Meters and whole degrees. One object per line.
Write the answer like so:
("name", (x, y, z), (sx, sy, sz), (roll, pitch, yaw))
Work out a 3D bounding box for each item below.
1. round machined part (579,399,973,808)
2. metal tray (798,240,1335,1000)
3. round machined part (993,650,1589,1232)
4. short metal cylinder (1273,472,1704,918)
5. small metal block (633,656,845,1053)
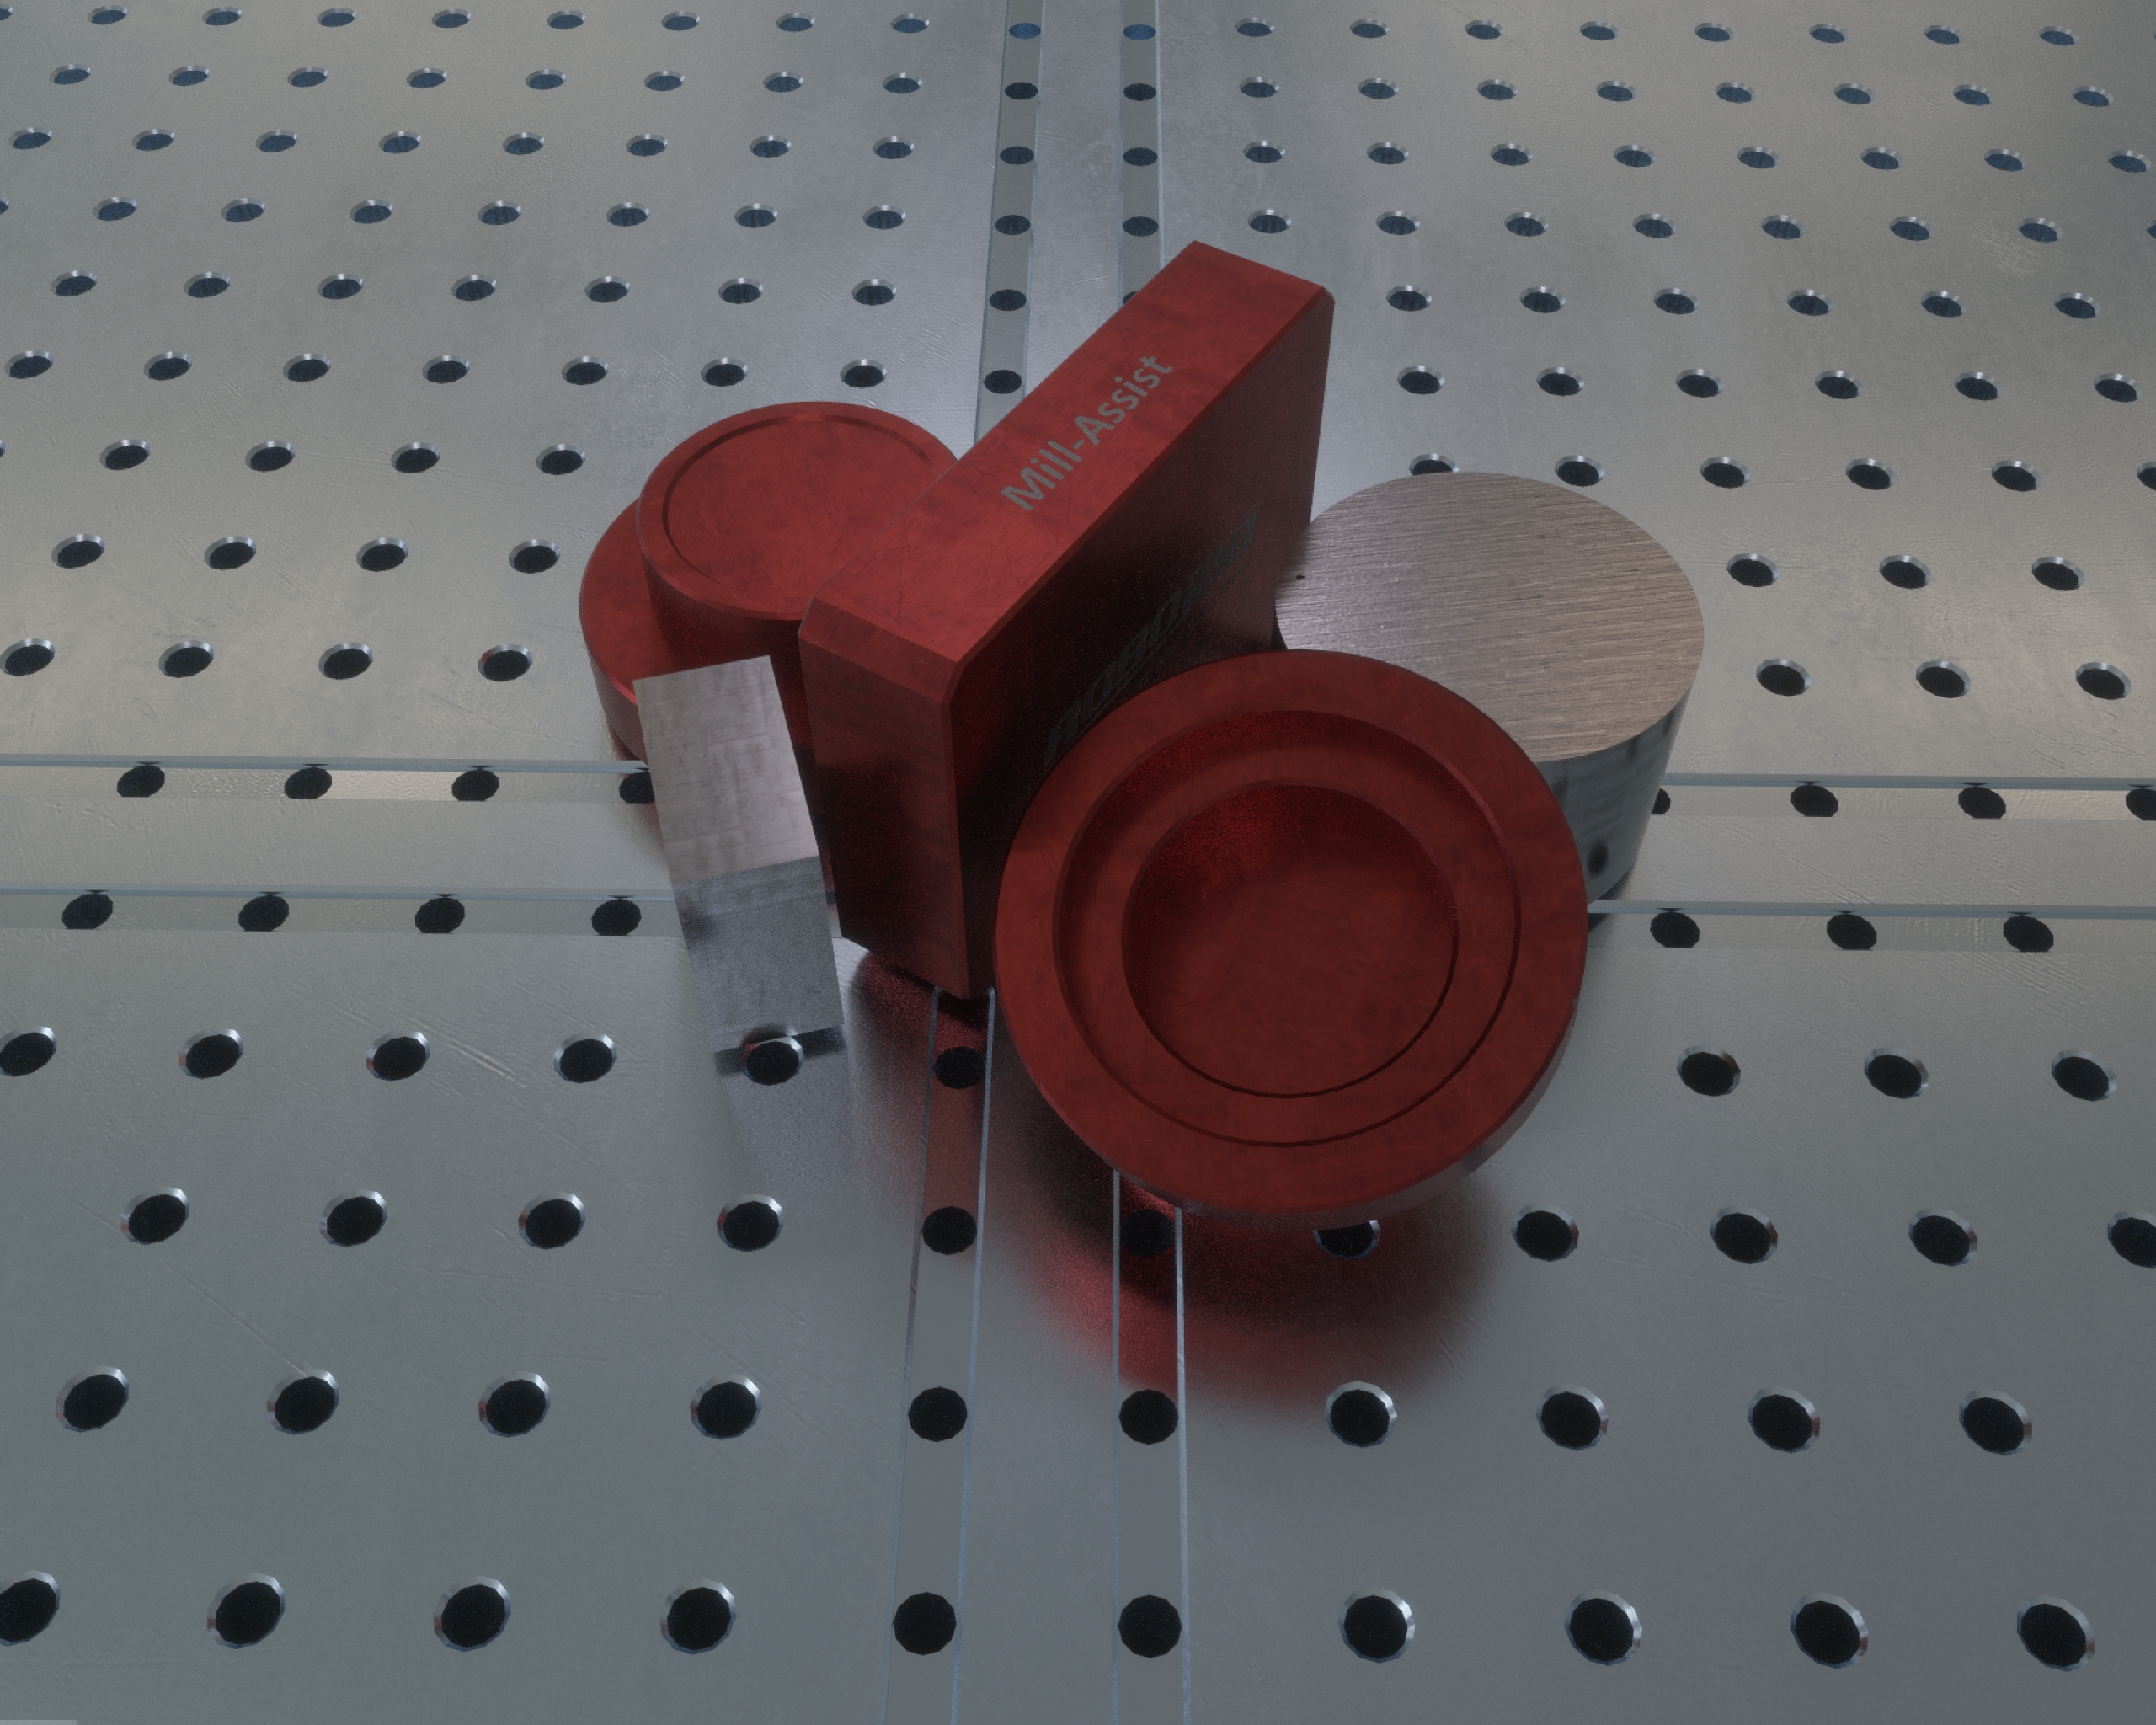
("round machined part", (-0.056, -0.061, 0.441), (0.099, 0.042, 0.098), (0, 50, 0))
("metal tray", (0.002, -0.047, 0.400), (0.030, 0.089, 0.130), (26, 55, 20))
("round machined part", (0.038, 0.016, 0.364), (0.098, 0.042, 0.098), (-3, 71, 10))
("short metal cylinder", (0.078, -0.032, 0.414), (0.081, 0.050, 0.080), (0, 50, 0))
("small metal block", (-0.063, -0.001, 0.386), (0.025, 0.050, 0.050), (-12, 51, -10))
